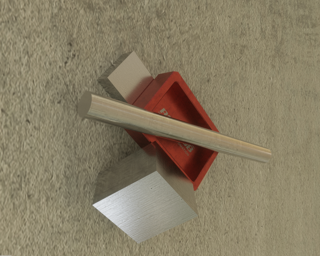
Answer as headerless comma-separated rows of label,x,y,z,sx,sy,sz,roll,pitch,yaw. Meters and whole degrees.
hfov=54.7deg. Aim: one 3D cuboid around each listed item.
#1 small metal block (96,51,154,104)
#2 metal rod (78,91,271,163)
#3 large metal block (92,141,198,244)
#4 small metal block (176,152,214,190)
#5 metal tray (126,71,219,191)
small metal block,-0.039,-0.056,0.375,0.050,0.025,0.050,52,59,-28
metal rod,0.045,0.010,0.374,0.302,0.025,0.025,16,80,-39
large metal block,-0.015,0.074,0.349,0.080,0.080,0.050,51,18,-28
small metal block,0.045,0.053,0.446,0.050,0.025,0.050,46,62,-31
metal tray,0.022,0.006,0.390,0.130,0.030,0.090,51,60,-28
